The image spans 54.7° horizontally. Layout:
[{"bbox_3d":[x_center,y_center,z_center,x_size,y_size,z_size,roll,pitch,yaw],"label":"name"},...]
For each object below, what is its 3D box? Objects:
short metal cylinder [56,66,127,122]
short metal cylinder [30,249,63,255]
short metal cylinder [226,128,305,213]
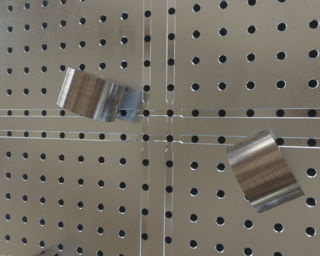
[{"bbox_3d":[-0.091,-0.045,0.415,0.080,0.080,0.050,22,98,18],"label":"short metal cylinder"},{"bbox_3d":[-0.181,0.231,0.463,0.080,0.050,0.079,0,90,20],"label":"short metal cylinder"},{"bbox_3d":[0.115,0.047,0.342,0.050,0.080,0.080,-29,81,18],"label":"short metal cylinder"}]
